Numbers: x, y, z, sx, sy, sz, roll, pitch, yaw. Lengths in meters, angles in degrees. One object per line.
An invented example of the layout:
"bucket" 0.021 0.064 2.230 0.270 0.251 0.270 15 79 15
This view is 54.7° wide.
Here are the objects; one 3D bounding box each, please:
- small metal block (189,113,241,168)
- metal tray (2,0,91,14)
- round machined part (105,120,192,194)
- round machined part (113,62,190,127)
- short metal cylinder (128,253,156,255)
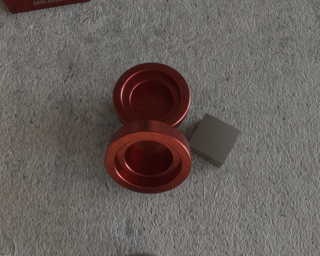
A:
"small metal block" 0.069 0.016 0.403 0.050 0.025 0.050 29 72 9
"metal tray" -0.179 -0.236 0.489 0.131 0.030 0.090 -12 71 -5
"round machined part" -0.013 0.030 0.368 0.099 0.097 0.042 2 36 0
"round machined part" -0.011 -0.034 0.412 0.099 0.042 0.098 0 70 -1
"short metal cylinder" -0.021 0.177 0.330 0.081 0.050 0.080 0 70 0
